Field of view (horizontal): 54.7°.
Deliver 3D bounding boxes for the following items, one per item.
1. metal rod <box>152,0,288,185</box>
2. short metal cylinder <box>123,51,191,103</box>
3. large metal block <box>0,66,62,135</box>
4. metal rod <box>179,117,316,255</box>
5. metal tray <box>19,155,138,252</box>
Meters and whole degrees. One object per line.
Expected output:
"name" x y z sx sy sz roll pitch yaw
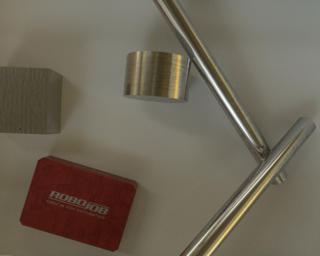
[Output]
"metal rod" 0.075 -0.053 0.388 0.025 0.025 0.299 -35 100 0
"short metal cylinder" -0.003 -0.060 0.384 0.081 0.080 0.050 5 90 -1
"large metal block" -0.175 -0.034 0.397 0.081 0.050 0.079 2 90 -1
"metal rod" 0.090 0.086 0.351 0.301 0.025 0.025 -41 90 -23
"metal tray" -0.104 0.098 0.408 0.131 0.030 0.090 17 90 -1
